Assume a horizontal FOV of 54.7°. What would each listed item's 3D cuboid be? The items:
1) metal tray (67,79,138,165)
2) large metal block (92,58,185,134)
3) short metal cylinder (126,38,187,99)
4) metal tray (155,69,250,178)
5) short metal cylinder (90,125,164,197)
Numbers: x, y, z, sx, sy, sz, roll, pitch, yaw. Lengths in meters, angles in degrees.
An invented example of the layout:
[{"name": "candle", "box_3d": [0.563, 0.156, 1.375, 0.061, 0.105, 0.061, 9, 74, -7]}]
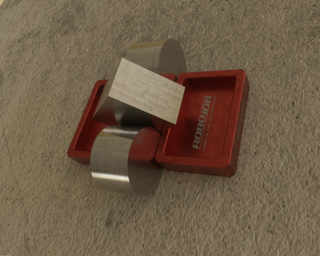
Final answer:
[{"name": "metal tray", "box_3d": [-0.070, -0.010, 0.445, 0.090, 0.030, 0.130, 2, 62, 29]}, {"name": "large metal block", "box_3d": [-0.028, -0.030, 0.377, 0.080, 0.080, 0.050, -35, 36, 61]}, {"name": "short metal cylinder", "box_3d": [-0.004, -0.078, 0.420, 0.050, 0.080, 0.080, 2, 63, 29]}, {"name": "metal tray", "box_3d": [0.054, -0.009, 0.380, 0.090, 0.030, 0.130, 2, 62, 29]}, {"name": "short metal cylinder", "box_3d": [-0.036, 0.037, 0.366, 0.050, 0.080, 0.080, 2, 63, 29]}]
